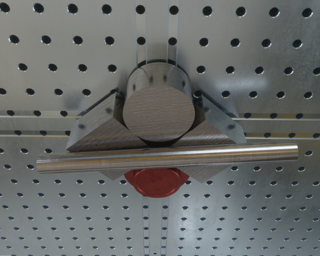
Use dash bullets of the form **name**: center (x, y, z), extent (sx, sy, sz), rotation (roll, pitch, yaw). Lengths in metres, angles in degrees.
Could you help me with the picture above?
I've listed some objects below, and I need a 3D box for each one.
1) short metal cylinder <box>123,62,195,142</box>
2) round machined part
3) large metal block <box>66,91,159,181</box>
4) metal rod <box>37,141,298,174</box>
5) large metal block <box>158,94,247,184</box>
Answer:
- **short metal cylinder**: center (-0.001, -0.030, 0.365), extent (0.081, 0.050, 0.079), rotation (0, 130, 0)
- **round machined part**: center (-0.004, 0.065, 0.450), extent (0.099, 0.042, 0.097), rotation (0, 130, 0)
- **large metal block**: center (-0.059, 0.013, 0.401), extent (0.080, 0.050, 0.080), rotation (-32, 125, 24)
- **metal rod**: center (0.006, 0.035, 0.369), extent (0.302, 0.025, 0.025), rotation (-3, 130, 3)
- **large metal block**: center (0.054, 0.017, 0.402), extent (0.080, 0.050, 0.080), rotation (35, 123, -26)
